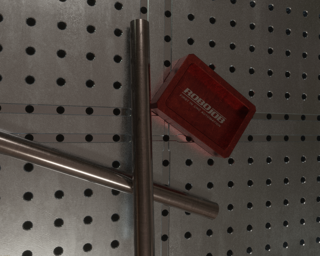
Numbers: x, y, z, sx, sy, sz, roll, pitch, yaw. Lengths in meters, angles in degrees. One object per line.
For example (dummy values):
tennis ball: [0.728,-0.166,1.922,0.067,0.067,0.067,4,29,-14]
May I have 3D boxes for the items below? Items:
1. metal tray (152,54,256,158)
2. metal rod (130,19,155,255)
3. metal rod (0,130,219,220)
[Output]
metal tray: [0.062,-0.029,0.434,0.130,0.030,0.090,36,78,-17]
metal rod: [-0.022,0.012,0.385,0.025,0.025,0.298,1,83,-20]
metal rod: [-0.055,0.065,0.393,0.302,0.025,0.025,22,83,-19]
